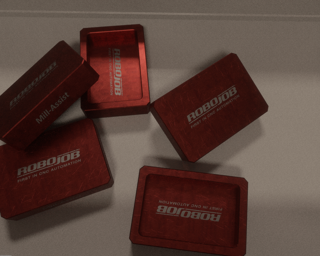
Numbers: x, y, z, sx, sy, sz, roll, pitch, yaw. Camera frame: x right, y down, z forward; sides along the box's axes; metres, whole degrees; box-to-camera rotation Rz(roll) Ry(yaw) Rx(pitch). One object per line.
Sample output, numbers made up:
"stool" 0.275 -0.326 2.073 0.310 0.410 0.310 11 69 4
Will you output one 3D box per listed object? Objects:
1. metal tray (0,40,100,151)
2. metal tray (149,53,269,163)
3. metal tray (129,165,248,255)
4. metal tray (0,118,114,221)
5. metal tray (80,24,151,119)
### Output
"metal tray" -0.147 -0.044 0.386 0.130 0.030 0.090 -44 45 -3
"metal tray" 0.064 -0.026 0.402 0.131 0.030 0.090 -33 94 -12
"metal tray" 0.035 0.099 0.371 0.131 0.030 0.090 7 70 2
"metal tray" -0.134 0.050 0.387 0.131 0.030 0.090 -19 71 -7
"metal tray" -0.063 -0.081 0.435 0.091 0.030 0.129 -5 70 -2
